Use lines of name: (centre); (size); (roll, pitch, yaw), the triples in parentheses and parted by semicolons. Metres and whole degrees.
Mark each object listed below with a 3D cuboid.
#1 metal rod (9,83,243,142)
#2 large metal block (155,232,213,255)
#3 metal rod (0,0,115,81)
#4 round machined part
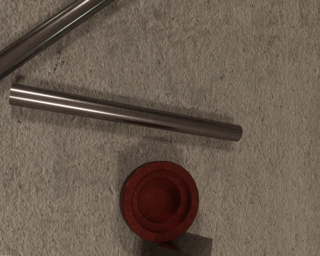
metal rod: (-0.027, -0.015, 0.399); (0.302, 0.025, 0.025); (9, 87, -20)
large metal block: (0.028, 0.182, 0.385); (0.050, 0.080, 0.080); (7, 87, 21)
metal rod: (-0.134, -0.108, 0.359); (0.301, 0.025, 0.025); (-42, 104, -16)
round machined part: (-0.004, 0.091, 0.396); (0.099, 0.042, 0.097); (2, 83, -19)
